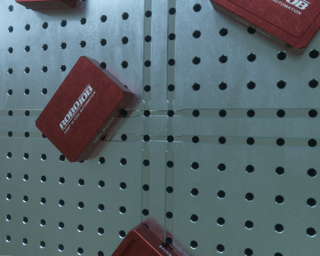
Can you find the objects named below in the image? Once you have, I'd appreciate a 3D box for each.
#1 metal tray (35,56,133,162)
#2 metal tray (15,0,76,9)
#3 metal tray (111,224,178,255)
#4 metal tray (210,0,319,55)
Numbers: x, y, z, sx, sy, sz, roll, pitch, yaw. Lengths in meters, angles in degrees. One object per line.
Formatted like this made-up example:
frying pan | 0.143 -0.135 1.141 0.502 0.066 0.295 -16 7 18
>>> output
metal tray | -0.112 -0.026 0.450 0.090 0.030 0.130 42 103 15
metal tray | -0.170 -0.252 0.470 0.090 0.030 0.129 6 92 20
metal tray | -0.008 0.206 0.413 0.130 0.030 0.090 39 102 16
metal tray | 0.135 -0.157 0.362 0.130 0.030 0.090 36 102 16
